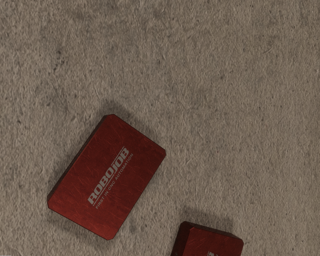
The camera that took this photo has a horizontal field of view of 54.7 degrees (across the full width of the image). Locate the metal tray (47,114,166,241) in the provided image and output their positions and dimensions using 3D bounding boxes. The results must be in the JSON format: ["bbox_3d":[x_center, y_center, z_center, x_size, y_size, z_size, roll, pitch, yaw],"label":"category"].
[{"bbox_3d":[-0.064,0.059,0.384,0.090,0.030,0.130,36,78,-17],"label":"metal tray"}]

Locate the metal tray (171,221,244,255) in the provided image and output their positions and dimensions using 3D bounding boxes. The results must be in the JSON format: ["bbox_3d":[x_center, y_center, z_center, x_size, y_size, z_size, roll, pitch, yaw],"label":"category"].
[{"bbox_3d":[0.055,0.205,0.428,0.091,0.030,0.129,21,83,-19],"label":"metal tray"}]
